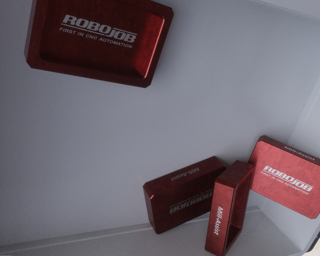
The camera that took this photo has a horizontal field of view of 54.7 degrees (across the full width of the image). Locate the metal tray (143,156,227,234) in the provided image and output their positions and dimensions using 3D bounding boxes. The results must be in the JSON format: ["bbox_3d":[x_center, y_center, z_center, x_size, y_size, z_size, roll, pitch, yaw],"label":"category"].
[{"bbox_3d":[0.043,0.107,0.495,0.131,0.030,0.089,-19,126,-18],"label":"metal tray"}]

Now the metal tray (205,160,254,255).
[{"bbox_3d":[0.111,0.126,0.491,0.091,0.030,0.129,-23,123,-53],"label":"metal tray"}]

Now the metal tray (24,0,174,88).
[{"bbox_3d":[-0.059,-0.096,0.313,0.131,0.030,0.089,6,116,-31],"label":"metal tray"}]

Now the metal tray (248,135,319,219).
[{"bbox_3d":[0.209,0.079,0.509,0.030,0.130,0.089,-30,142,-60],"label":"metal tray"}]
